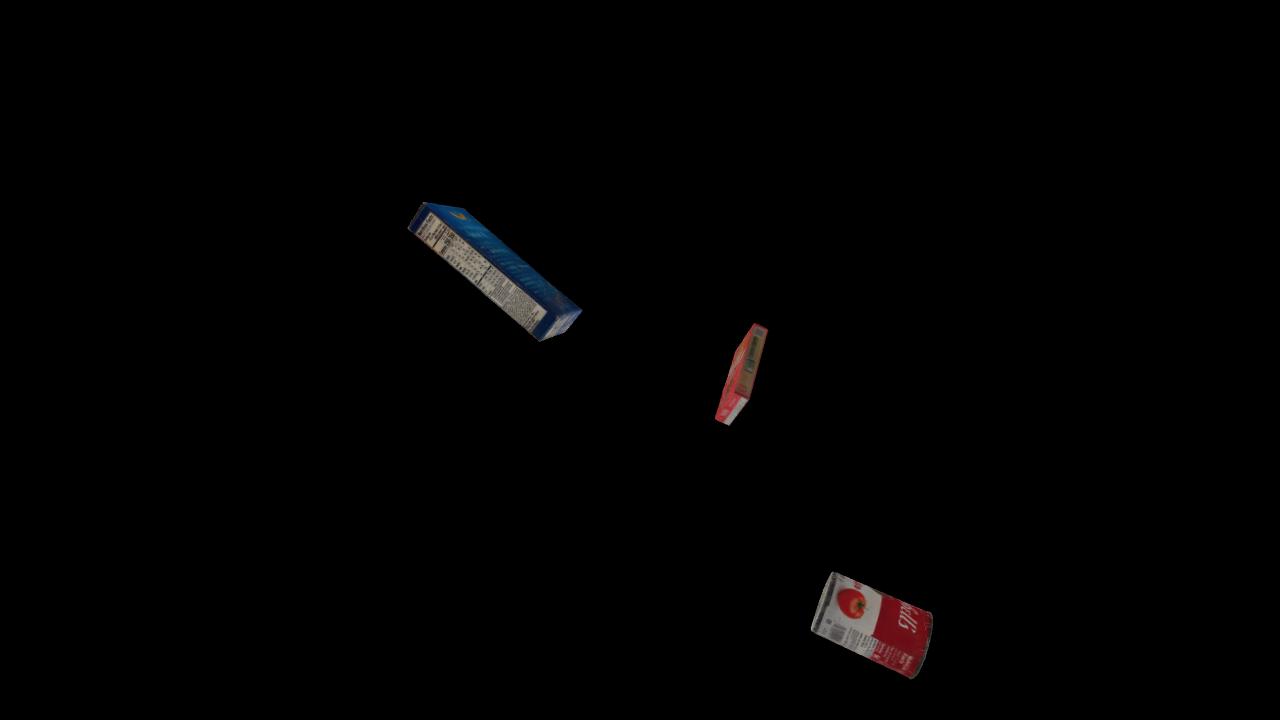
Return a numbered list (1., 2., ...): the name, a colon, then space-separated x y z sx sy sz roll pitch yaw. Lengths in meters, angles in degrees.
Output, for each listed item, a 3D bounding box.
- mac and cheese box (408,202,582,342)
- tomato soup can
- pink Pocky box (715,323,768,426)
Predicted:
1. mac and cheese box: -0.154 -0.097 0.674 0.184 0.041 0.093 40 15 2
2. tomato soup can: 0.233 0.267 0.625 0.101 0.068 0.068 19 6 19
3. pink Pocky box: 0.163 0.022 0.985 0.029 0.155 0.084 24 -38 -1
